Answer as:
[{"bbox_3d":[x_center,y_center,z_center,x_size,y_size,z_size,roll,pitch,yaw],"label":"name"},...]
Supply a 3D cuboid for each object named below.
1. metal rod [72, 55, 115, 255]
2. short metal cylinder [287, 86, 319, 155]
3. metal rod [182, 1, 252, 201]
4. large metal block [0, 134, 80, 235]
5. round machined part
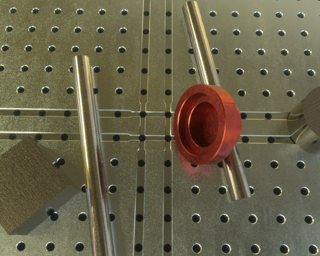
[{"bbox_3d":[-0.086,0.040,0.395,0.025,0.025,0.299,-10,70,-4],"label":"metal rod"},{"bbox_3d":[0.217,-0.010,0.405,0.081,0.050,0.080,0,70,0],"label":"short metal cylinder"},{"bbox_3d":[0.074,-0.050,0.431,0.025,0.025,0.299,-10,70,-4],"label":"metal rod"},{"bbox_3d":[-0.158,0.069,0.371,0.080,0.050,0.080,-40,75,-14],"label":"large metal block"},{"bbox_3d":[0.062,-0.004,0.383,0.042,0.098,0.098,2,67,-33],"label":"round machined part"}]
